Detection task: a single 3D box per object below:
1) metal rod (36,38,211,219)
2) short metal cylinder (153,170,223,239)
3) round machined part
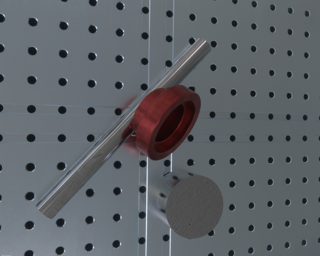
[{"bbox_3d":[-0.037,-0.009,0.399,0.025,0.025,0.301,46,76,-14],"label":"metal rod"},{"bbox_3d":[0.036,0.099,0.413,0.081,0.050,0.079,0,90,-20],"label":"short metal cylinder"},{"bbox_3d":[0.004,-0.011,0.387,0.042,0.098,0.098,36,75,26],"label":"round machined part"}]
